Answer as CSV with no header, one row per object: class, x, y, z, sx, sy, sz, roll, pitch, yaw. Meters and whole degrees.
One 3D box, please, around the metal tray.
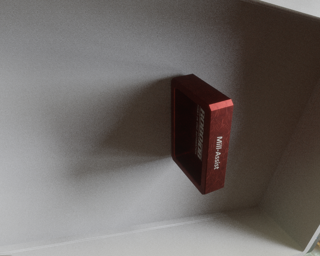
metal tray,0.048,0.008,0.393,0.030,0.090,0.129,-16,125,-21
